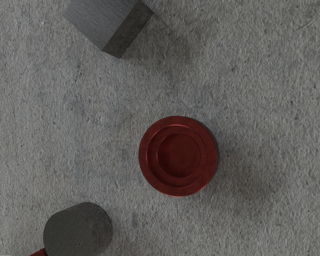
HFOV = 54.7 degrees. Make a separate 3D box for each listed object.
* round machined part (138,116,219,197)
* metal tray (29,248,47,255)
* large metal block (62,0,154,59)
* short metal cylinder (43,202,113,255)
[{"bbox_3d":[0.026,0.034,0.391,0.098,0.042,0.097,0,90,20],"label":"round machined part"},{"bbox_3d":[-0.200,0.247,0.476,0.130,0.030,0.090,-31,80,17],"label":"metal tray"},{"bbox_3d":[-0.070,-0.155,0.420,0.080,0.050,0.080,43,103,14],"label":"large metal block"},{"bbox_3d":[-0.114,0.150,0.436,0.080,0.050,0.080,0,90,20],"label":"short metal cylinder"}]
